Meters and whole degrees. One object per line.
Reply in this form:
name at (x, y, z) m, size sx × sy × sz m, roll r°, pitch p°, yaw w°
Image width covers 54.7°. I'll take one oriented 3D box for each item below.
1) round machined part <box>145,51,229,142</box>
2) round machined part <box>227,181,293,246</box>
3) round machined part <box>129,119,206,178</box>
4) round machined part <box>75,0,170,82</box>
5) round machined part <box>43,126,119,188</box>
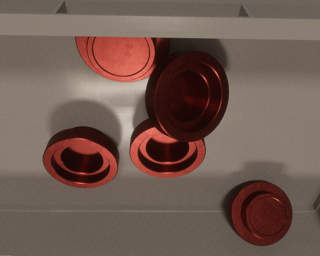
round machined part at (0.026, -0.036, 0.346) m, size 0.099 × 0.042 × 0.097 m, roll -8°, pitch 106°, yaw -30°
round machined part at (0.158, 0.132, 0.476) m, size 0.099 × 0.097 × 0.042 m, roll 5°, pitch 174°, yaw -5°
round machined part at (0.010, 0.020, 0.415) m, size 0.099 × 0.042 × 0.097 m, roll -1°, pitch 130°, yaw 0°
round machined part at (-0.038, -0.089, 0.322) m, size 0.099 × 0.042 × 0.097 m, roll -1°, pitch 131°, yaw 0°
round machined part at (-0.105, 0.036, 0.427) m, size 0.099 × 0.042 × 0.097 m, roll -1°, pitch 130°, yaw 0°
